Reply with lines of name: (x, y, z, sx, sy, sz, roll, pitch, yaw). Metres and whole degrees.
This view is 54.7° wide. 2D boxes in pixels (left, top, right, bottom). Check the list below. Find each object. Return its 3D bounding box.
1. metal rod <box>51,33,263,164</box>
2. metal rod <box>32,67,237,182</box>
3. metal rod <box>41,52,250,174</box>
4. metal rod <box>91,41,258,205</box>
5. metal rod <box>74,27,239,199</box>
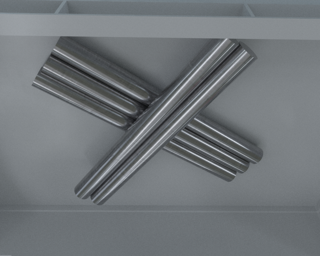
metal rod: (0.014, -0.025, 0.386, 0.301, 0.025, 0.025, 28, 125, -22)
metal rod: (-0.017, 0.005, 0.411, 0.301, 0.025, 0.025, 28, 125, -22)
metal rod: (-0.002, -0.009, 0.399, 0.301, 0.025, 0.025, 28, 125, -22)
metal rod: (-0.002, 0.013, 0.385, 0.025, 0.025, 0.299, 30, 124, -23)
metal rod: (-0.023, 0.002, 0.376, 0.025, 0.025, 0.299, 30, 124, -23)
